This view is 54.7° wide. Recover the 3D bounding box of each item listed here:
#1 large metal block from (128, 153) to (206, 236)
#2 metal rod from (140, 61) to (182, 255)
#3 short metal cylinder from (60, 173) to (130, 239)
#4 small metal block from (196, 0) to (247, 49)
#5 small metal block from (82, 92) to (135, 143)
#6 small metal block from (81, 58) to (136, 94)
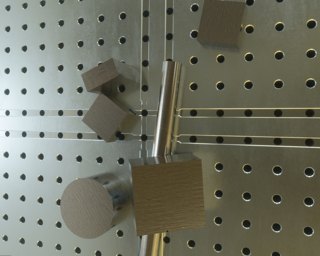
[{"bbox_3d":[0.007,0.077,0.375,0.081,0.050,0.079,-5,94,-9],"label":"large metal block"},{"bbox_3d":[-0.001,0.063,0.412,0.025,0.025,0.298,8,93,19],"label":"metal rod"},{"bbox_3d":[-0.089,0.105,0.429,0.080,0.050,0.079,0,90,19],"label":"short metal cylinder"},{"bbox_3d":[0.077,-0.129,0.385,0.050,0.025,0.050,13,94,19],"label":"small metal block"},{"bbox_3d":[-0.073,-0.015,0.436,0.050,0.025,0.050,39,102,14],"label":"small metal block"},{"bbox_3d":[-0.069,-0.068,0.423,0.050,0.050,0.025,-24,82,18],"label":"small metal block"}]
